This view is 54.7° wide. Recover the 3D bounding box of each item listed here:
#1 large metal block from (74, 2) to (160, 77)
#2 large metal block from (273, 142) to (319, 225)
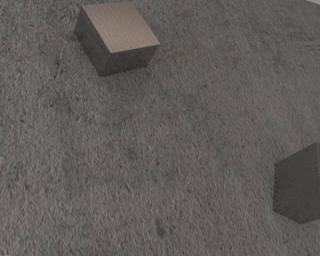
[{"bbox_3d":[-0.061,-0.125,0.431,0.081,0.050,0.080,-22,73,-36],"label":"large metal block"},{"bbox_3d":[0.207,0.078,0.432,0.050,0.080,0.080,28,52,-11],"label":"large metal block"}]
